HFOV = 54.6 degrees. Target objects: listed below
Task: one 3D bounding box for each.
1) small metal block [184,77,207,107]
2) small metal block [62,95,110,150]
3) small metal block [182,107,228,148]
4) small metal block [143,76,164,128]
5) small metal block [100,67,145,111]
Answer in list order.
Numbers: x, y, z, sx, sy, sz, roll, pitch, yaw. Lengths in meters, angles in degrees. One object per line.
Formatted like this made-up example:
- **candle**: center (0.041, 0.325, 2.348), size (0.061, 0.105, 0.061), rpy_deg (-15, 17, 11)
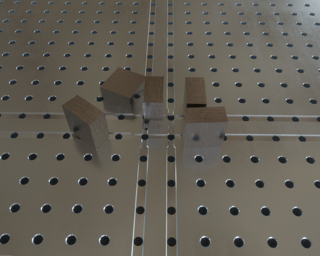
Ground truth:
- **small metal block**: center (0.046, -0.033, 0.420), size (0.025, 0.050, 0.050), rpy_deg (1, 50, 1)
- **small metal block**: center (-0.094, -0.007, 0.397), size (0.050, 0.050, 0.025), rpy_deg (32, 57, 24)
- **small metal block**: center (0.055, 0.000, 0.392), size (0.050, 0.050, 0.025), rpy_deg (-2, 50, -2)
- **small metal block**: center (-0.008, -0.035, 0.421), size (0.025, 0.050, 0.050), rpy_deg (1, 50, 1)
- **small metal block**: center (-0.052, -0.059, 0.457), size (0.050, 0.025, 0.050), rpy_deg (21, 53, 17)
